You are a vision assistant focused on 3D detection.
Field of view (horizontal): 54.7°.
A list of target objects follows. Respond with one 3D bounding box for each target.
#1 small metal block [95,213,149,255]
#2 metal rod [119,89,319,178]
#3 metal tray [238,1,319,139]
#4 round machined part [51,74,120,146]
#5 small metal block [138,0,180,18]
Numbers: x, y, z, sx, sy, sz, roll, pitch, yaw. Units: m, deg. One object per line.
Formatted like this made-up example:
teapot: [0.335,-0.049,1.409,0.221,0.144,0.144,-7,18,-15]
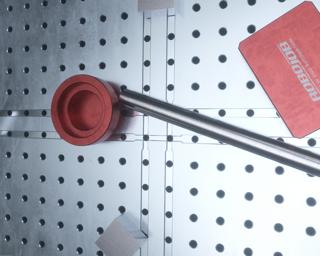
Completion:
small metal block: [-0.053,0.157,0.431,0.050,0.025,0.050,42,103,15]
metal rod: [0.084,0.007,0.382,0.301,0.025,0.025,20,97,18]
metal tray: [0.161,-0.064,0.353,0.090,0.030,0.130,-31,80,17]
round machined part: [-0.101,-0.024,0.439,0.098,0.042,0.097,0,90,20]
small metal block: [-0.001,-0.178,0.413,0.050,0.025,0.050,1,90,20]
